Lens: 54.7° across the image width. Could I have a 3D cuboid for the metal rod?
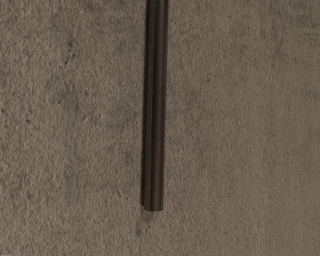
[{"bbox_3d":[-0.004,-0.044,0.402,0.025,0.025,0.298,2,89,-40],"label":"metal rod"}]
